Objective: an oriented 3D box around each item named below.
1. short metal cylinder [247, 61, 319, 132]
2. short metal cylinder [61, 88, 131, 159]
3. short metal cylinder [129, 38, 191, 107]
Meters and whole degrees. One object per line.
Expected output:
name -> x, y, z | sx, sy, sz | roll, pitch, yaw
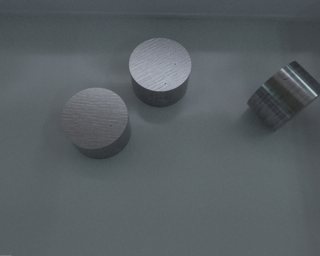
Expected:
short metal cylinder -> 0.160, -0.039, 0.397 | 0.080, 0.080, 0.050 | -35, 74, -12
short metal cylinder -> -0.079, -0.005, 0.397 | 0.081, 0.050, 0.080 | 0, 70, 0
short metal cylinder -> 0.000, -0.075, 0.424 | 0.081, 0.050, 0.080 | 0, 70, 0
